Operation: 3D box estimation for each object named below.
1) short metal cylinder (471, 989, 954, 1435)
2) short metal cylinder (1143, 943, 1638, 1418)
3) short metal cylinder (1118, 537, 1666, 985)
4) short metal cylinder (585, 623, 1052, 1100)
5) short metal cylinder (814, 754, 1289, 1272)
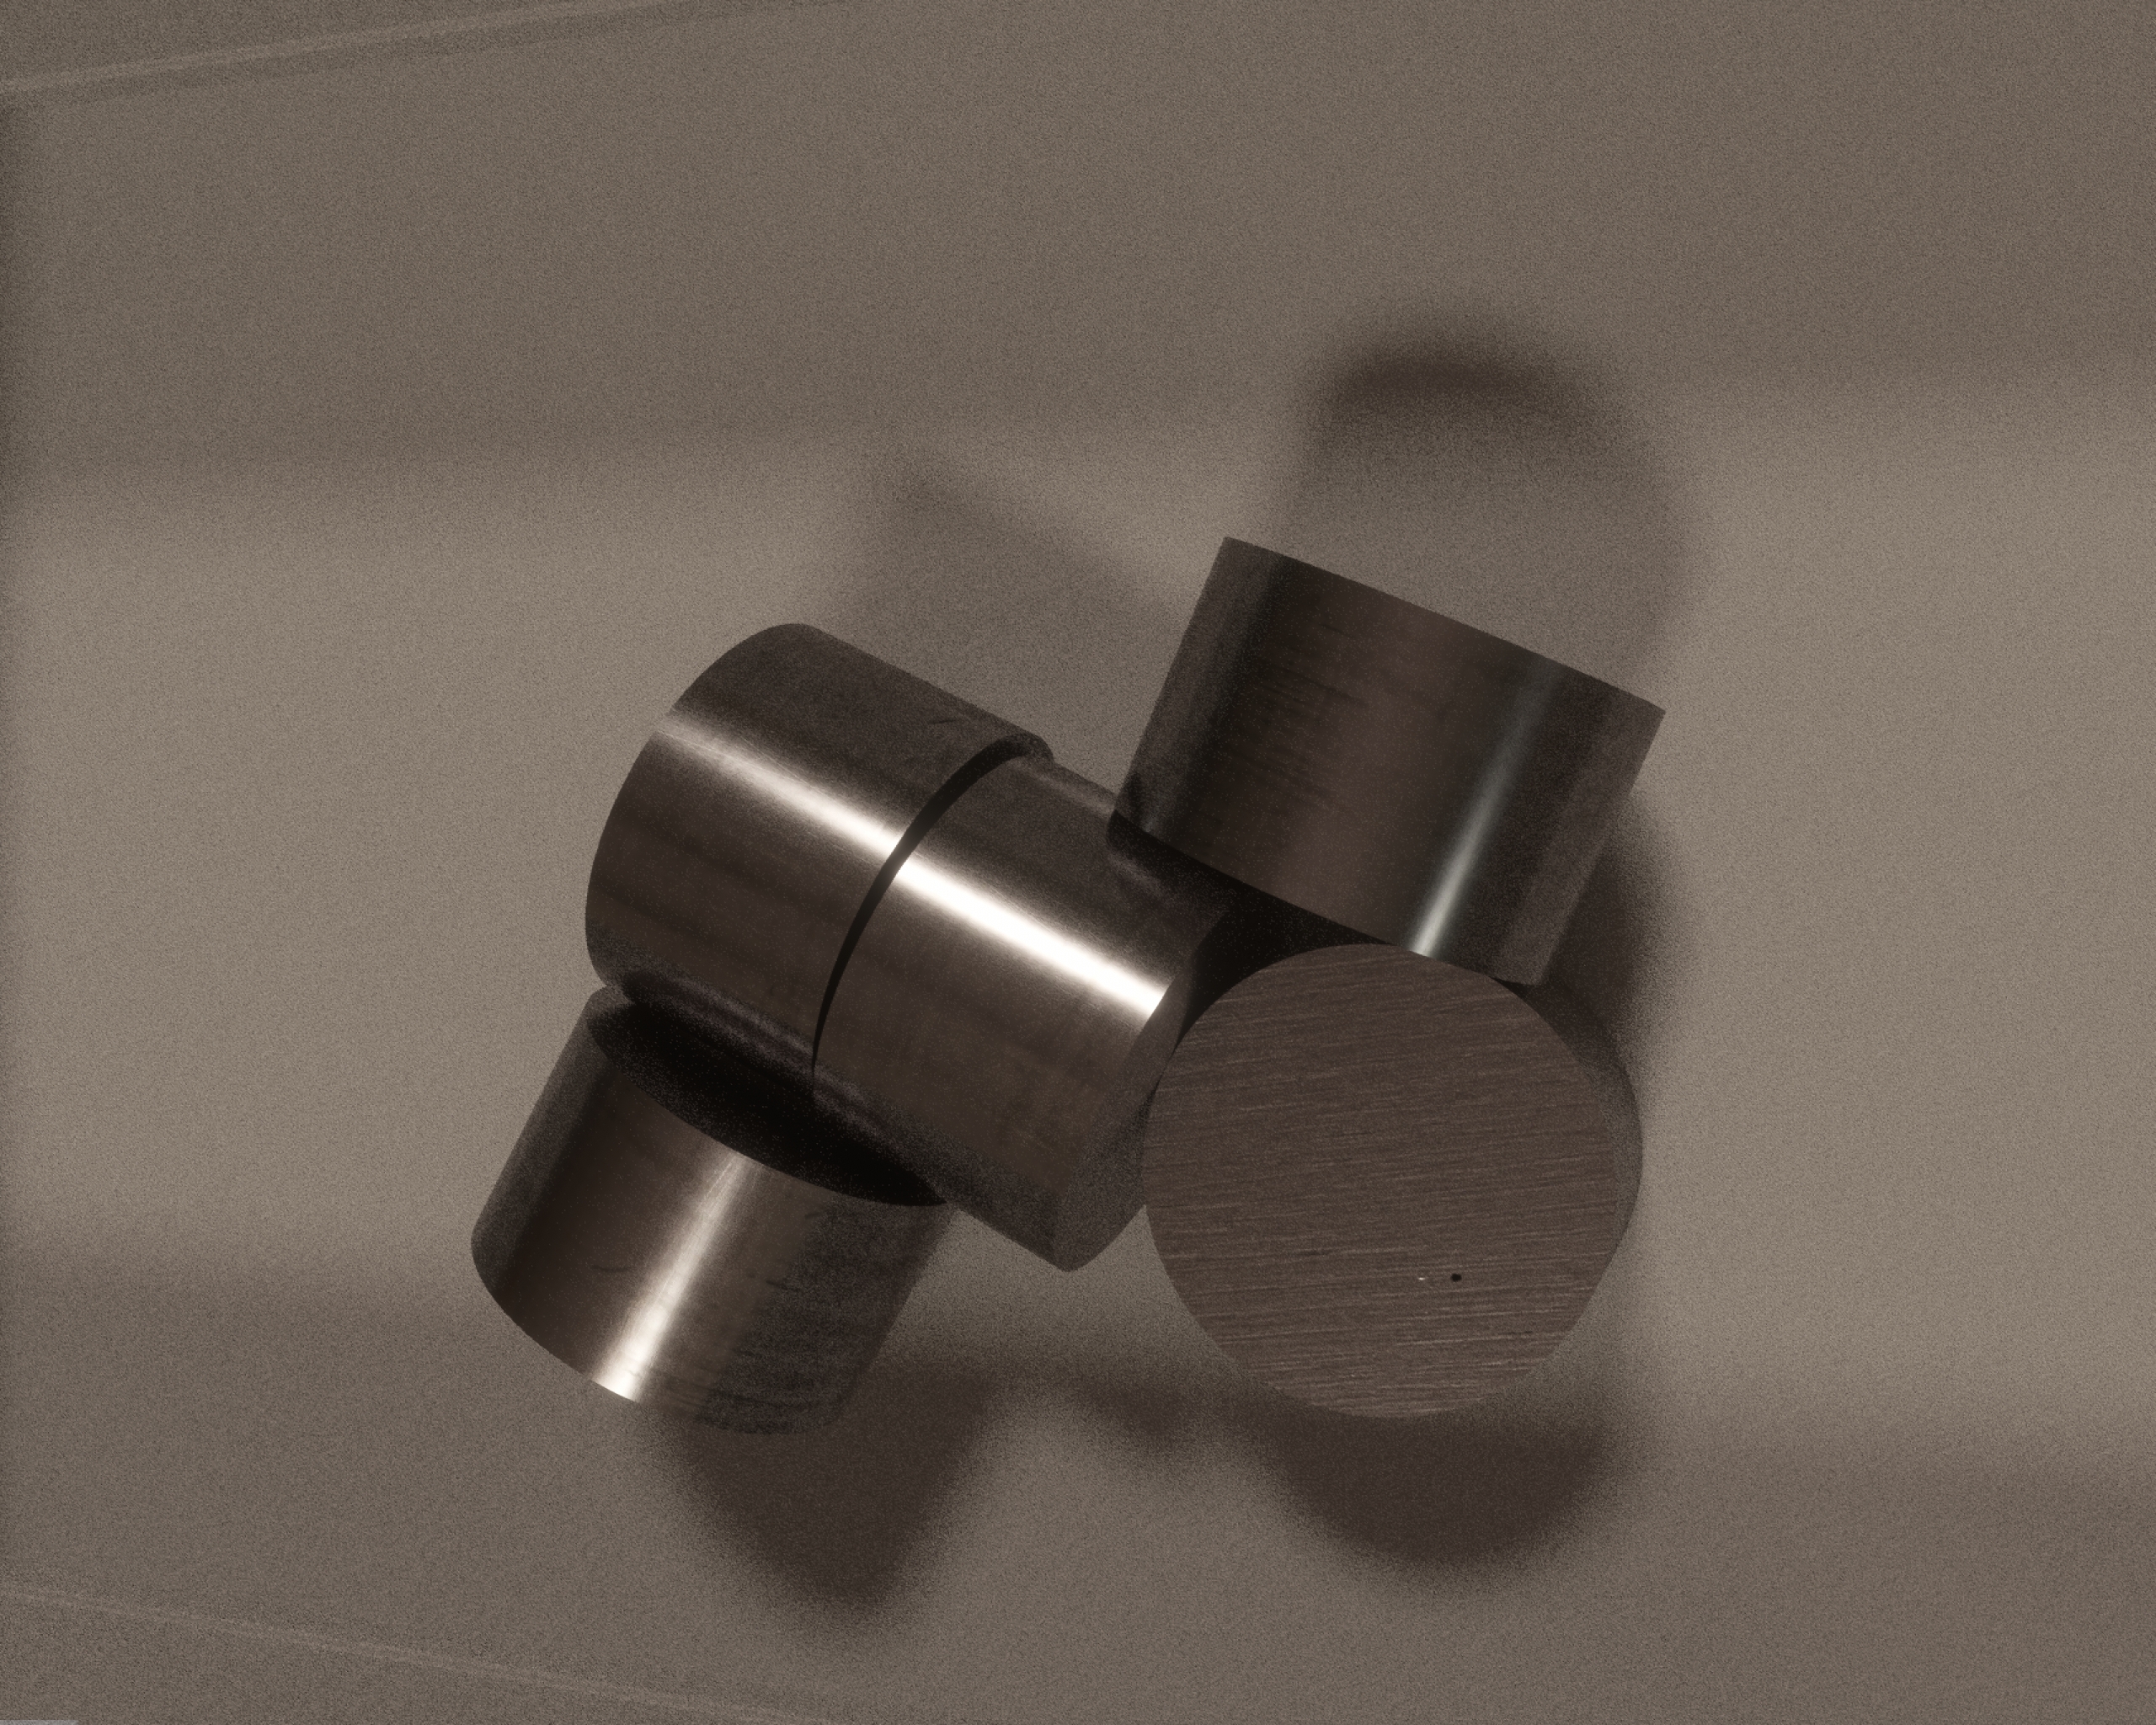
[{"bbox_3d":[-0.068,0.065,0.402,0.080,0.080,0.050,31,100,17],"label":"short metal cylinder"},{"bbox_3d":[0.058,0.053,0.374,0.080,0.050,0.079,0,90,19],"label":"short metal cylinder"},{"bbox_3d":[0.053,-0.018,0.360,0.080,0.080,0.050,24,98,18],"label":"short metal cylinder"},{"bbox_3d":[-0.047,0.001,0.395,0.050,0.080,0.080,27,99,17],"label":"short metal cylinder"},{"bbox_3d":[-0.003,0.027,0.381,0.050,0.080,0.080,28,99,17],"label":"short metal cylinder"}]
